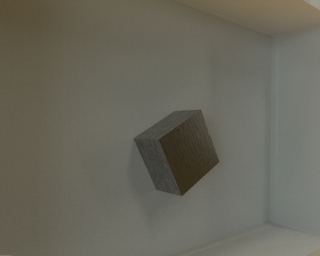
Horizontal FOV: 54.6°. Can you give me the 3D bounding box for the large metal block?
[{"bbox_3d":[0.024,0.030,0.409,0.080,0.050,0.080,-34,111,-35],"label":"large metal block"}]
